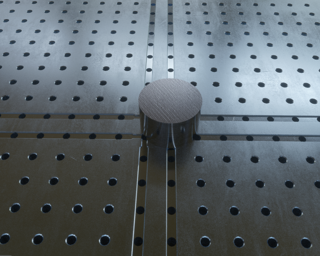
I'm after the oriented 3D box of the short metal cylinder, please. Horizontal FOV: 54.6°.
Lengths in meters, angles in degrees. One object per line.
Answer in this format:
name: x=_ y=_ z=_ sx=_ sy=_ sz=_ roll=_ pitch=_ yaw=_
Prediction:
short metal cylinder: x=0.013 y=-0.020 z=0.409 sx=0.080 sy=0.050 sz=0.080 roll=0 pitch=50 yaw=0
